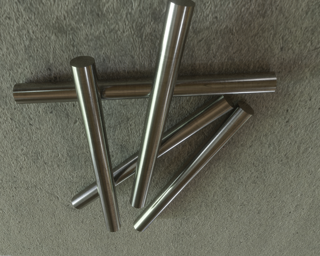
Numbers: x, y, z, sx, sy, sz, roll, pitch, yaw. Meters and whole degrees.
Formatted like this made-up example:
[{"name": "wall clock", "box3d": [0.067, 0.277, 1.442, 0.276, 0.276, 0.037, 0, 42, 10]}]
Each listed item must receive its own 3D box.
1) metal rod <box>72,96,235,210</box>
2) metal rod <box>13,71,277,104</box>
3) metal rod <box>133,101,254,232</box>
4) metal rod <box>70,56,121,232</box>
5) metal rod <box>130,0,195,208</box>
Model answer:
[{"name": "metal rod", "box3d": [-0.026, 0.044, 0.443, 0.299, 0.025, 0.025, -36, 122, 26]}, {"name": "metal rod", "box3d": [-0.019, -0.047, 0.366, 0.302, 0.025, 0.025, -2, 130, 2]}, {"name": "metal rod", "box3d": [0.036, 0.074, 0.470, 0.025, 0.025, 0.298, 23, 127, -18]}, {"name": "metal rod", "box3d": [-0.077, 0.046, 0.411, 0.025, 0.025, 0.298, -1, 130, 0]}, {"name": "metal rod", "box3d": [-0.007, -0.001, 0.371, 0.025, 0.025, 0.298, 8, 130, -7]}]
